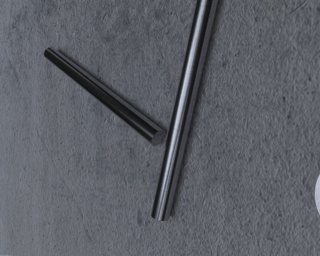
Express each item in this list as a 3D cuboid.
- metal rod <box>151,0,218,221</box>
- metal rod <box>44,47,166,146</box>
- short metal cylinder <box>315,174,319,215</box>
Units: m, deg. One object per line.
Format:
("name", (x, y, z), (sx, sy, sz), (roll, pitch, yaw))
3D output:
("metal rod", (0.030, -0.029, 0.379), (0.025, 0.025, 0.298), (19, 102, 38))
("metal rod", (-0.102, -0.062, 0.489), (0.300, 0.025, 0.025), (37, 113, 33))
("short metal cylinder", (0.173, 0.054, 0.246), (0.080, 0.050, 0.080), (0, 90, 40))
